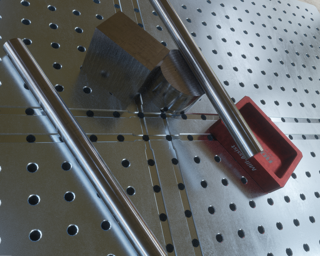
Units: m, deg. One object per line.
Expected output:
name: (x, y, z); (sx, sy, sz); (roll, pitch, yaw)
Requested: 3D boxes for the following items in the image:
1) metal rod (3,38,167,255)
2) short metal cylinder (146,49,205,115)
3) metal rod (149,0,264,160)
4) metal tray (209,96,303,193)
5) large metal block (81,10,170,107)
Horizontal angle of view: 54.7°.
metal rod: (-0.090, 0.020, 0.348); (0.025, 0.025, 0.299); (-29, 78, -38)
short metal cylinder: (0.026, -0.066, 0.448); (0.081, 0.050, 0.080); (14, 56, -21)
metal rod: (0.051, -0.093, 0.429); (0.025, 0.025, 0.299); (-17, 71, -35)
metal tray: (0.148, 0.022, 0.473); (0.130, 0.030, 0.091); (48, 51, 5)
large metal block: (-0.047, -0.088, 0.402); (0.080, 0.080, 0.050); (38, 51, -3)
